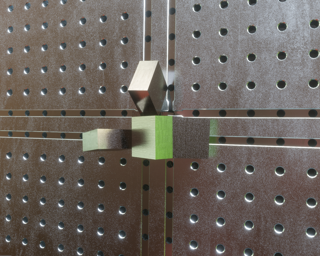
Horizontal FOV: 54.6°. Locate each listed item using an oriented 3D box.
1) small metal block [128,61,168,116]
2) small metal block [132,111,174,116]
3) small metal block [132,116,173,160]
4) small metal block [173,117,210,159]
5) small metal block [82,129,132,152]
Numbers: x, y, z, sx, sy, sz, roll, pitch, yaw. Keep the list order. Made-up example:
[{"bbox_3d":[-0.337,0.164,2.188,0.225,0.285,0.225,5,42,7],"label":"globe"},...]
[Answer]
[{"bbox_3d":[-0.014,-0.050,0.394,0.025,0.050,0.050,3,55,21],"label":"small metal block"},{"bbox_3d":[-0.010,0.003,0.417,0.050,0.025,0.050,3,91,20],"label":"small metal block"},{"bbox_3d":[-0.010,0.011,0.378,0.050,0.025,0.050,-1,90,53],"label":"small metal block"},{"bbox_3d":[0.034,0.012,0.389,0.050,0.025,0.050,2,91,-11],"label":"small metal block"},{"bbox_3d":[-0.070,0.017,0.414,0.050,0.050,0.025,-12,78,54],"label":"small metal block"}]
